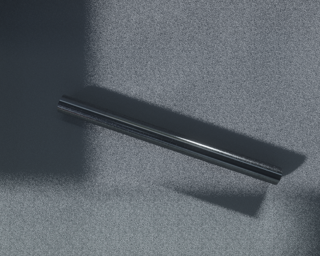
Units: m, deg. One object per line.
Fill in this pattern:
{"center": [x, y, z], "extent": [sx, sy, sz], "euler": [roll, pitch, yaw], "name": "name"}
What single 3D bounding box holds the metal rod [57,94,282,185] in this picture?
{"center": [0.013, 0.016, 0.410], "extent": [0.301, 0.025, 0.025], "euler": [19, 90, 0], "name": "metal rod"}
